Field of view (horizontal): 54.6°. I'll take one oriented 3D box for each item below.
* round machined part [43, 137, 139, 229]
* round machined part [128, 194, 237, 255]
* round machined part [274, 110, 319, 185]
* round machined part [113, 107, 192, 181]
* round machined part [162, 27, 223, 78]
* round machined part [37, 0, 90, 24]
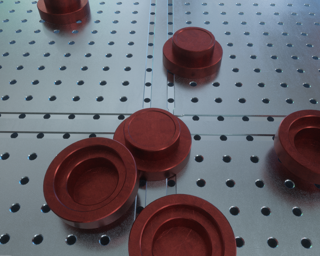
[{"bbox_3d":[-0.071,0.062,0.340,0.098,0.042,0.098,-3,55,4],"label":"round machined part"},{"bbox_3d":[0.020,0.117,0.298,0.099,0.042,0.098,0,50,0],"label":"round machined part"},{"bbox_3d":[0.188,0.027,0.375,0.099,0.042,0.098,0,50,0],"label":"round machined part"},{"bbox_3d":[-0.009,0.013,0.386,0.099,0.042,0.098,0,50,0],"label":"round machined part"},{"bbox_3d":[0.053,-0.129,0.505,0.099,0.042,0.098,0,50,0],"label":"round machined part"},{"bbox_3d":[-0.189,-0.247,0.604,0.099,0.042,0.098,0,50,0],"label":"round machined part"}]
